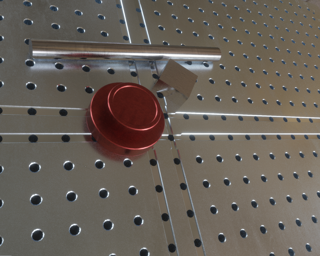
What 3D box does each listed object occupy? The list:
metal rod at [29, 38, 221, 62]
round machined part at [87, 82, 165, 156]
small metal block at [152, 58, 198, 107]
[{"bbox_3d":[-0.031,-0.112,0.459,0.303,0.025,0.025,-7,65,-31],"label":"metal rod"},{"bbox_3d":[-0.038,-0.018,0.388,0.099,0.042,0.098,14,56,-21],"label":"round machined part"},{"bbox_3d":[0.023,-0.068,0.462,0.050,0.025,0.050,31,52,-8],"label":"small metal block"}]
